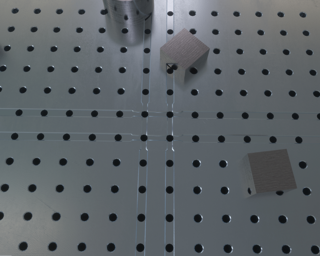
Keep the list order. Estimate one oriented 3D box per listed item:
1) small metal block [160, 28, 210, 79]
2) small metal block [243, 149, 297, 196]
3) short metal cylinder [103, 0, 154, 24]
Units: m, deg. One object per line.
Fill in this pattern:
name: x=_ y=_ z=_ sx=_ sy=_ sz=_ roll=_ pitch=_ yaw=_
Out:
small metal block: x=0.036 y=-0.109 z=0.452 sx=0.050 sy=0.025 sz=0.050 roll=-43 pitch=76 yaw=-14
small metal block: x=0.138 y=0.056 z=0.392 sx=0.050 sy=0.025 sz=0.050 roll=-6 pitch=70 yaw=-3
short metal cylinder: x=-0.050 y=-0.208 z=0.474 sx=0.081 sy=0.050 sz=0.080 roll=0 pitch=70 yaw=0
